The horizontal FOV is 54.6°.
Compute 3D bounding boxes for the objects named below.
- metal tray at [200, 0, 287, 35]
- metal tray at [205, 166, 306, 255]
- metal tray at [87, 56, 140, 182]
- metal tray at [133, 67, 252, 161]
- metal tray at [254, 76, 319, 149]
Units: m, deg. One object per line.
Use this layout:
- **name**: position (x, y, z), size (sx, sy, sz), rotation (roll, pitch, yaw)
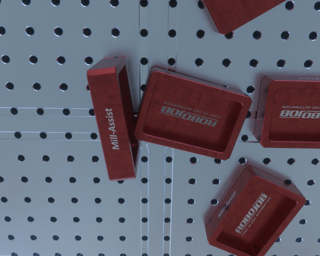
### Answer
- **metal tray**: position (0.105, -0.176, 0.347), size (0.130, 0.030, 0.090), rotation (-29, 108, 10)
- **metal tray**: position (0.138, 0.130, 0.459), size (0.090, 0.030, 0.129), rotation (25, 108, -9)
- **metal tray**: position (-0.051, -0.014, 0.373), size (0.030, 0.090, 0.129), rotation (-7, 110, 3)
- **metal tray**: position (0.040, -0.017, 0.398), size (0.131, 0.030, 0.089), rotation (14, 108, -10)
- **metal tray**: position (0.197, -0.020, 0.404), size (0.131, 0.030, 0.089), rotation (1, 110, -1)
